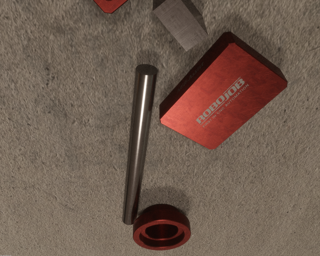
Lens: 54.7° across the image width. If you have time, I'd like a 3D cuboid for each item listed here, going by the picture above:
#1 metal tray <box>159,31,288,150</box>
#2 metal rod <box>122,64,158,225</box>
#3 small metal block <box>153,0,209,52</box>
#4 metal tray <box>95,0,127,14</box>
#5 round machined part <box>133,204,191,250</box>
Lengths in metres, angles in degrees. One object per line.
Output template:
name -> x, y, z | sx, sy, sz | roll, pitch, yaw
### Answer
metal tray -> 0.071, -0.038, 0.373 | 0.090, 0.030, 0.129 | 28, 124, -23
metal rod -> -0.034, 0.046, 0.446 | 0.025, 0.025, 0.298 | 5, 130, -5
small metal block -> 0.019, -0.110, 0.298 | 0.025, 0.050, 0.050 | -32, 123, 24
metal tray -> -0.054, -0.174, 0.254 | 0.090, 0.030, 0.130 | -31, 124, 23
round machined part -> 0.003, 0.169, 0.539 | 0.099, 0.042, 0.097 | -2, 131, -2
